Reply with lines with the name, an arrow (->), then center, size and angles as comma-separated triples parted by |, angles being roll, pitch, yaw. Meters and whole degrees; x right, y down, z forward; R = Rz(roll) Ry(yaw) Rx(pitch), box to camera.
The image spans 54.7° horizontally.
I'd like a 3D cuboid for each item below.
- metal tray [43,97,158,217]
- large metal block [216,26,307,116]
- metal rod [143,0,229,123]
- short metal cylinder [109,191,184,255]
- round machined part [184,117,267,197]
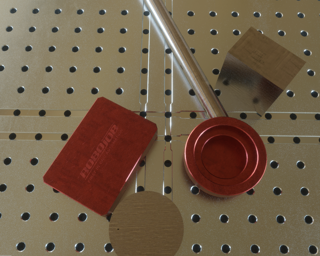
metal tray -> -0.072, 0.034, 0.396 | 0.090, 0.030, 0.130 | 28, 72, 9
large metal block -> 0.129, -0.072, 0.411 | 0.080, 0.080, 0.050 | 39, 74, 12
metal rod -> 0.020, -0.136, 0.461 | 0.025, 0.025, 0.299 | -23, 72, -9
short metal cylinder -> -0.015, 0.116, 0.356 | 0.081, 0.050, 0.080 | 0, 70, 0
round machined part -> 0.079, 0.038, 0.390 | 0.099, 0.042, 0.098 | 0, 70, 0
